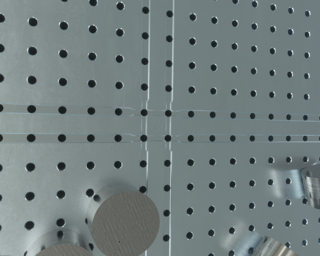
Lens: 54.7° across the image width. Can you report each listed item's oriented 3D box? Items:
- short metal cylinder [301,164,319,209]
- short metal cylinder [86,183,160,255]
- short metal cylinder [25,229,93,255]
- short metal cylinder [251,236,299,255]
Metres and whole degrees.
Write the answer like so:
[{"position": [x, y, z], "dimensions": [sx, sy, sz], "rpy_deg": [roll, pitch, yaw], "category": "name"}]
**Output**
[{"position": [0.269, 0.089, 0.483], "dimensions": [0.081, 0.080, 0.050], "rpy_deg": [-15, 96, -19], "category": "short metal cylinder"}, {"position": [-0.047, 0.112, 0.382], "dimensions": [0.081, 0.050, 0.079], "rpy_deg": [0, 90, -20], "category": "short metal cylinder"}, {"position": [-0.116, 0.164, 0.357], "dimensions": [0.081, 0.050, 0.079], "rpy_deg": [0, 90, -20], "category": "short metal cylinder"}, {"position": [0.173, 0.203, 0.447], "dimensions": [0.080, 0.080, 0.050], "rpy_deg": [44, 76, -15], "category": "short metal cylinder"}]
